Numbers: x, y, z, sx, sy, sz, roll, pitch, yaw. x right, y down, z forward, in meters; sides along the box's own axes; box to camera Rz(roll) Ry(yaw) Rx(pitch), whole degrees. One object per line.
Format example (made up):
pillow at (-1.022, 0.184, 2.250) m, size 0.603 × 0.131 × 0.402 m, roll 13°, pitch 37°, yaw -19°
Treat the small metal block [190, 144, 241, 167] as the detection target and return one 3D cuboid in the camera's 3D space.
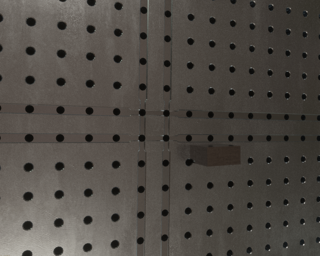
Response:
small metal block at (0.076, 0.036, 0.429) m, size 0.050 × 0.050 × 0.025 m, roll -1°, pitch 91°, yaw -20°
